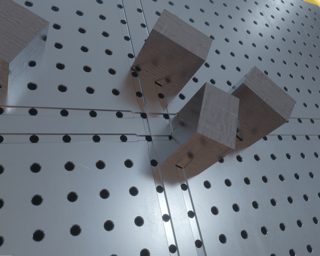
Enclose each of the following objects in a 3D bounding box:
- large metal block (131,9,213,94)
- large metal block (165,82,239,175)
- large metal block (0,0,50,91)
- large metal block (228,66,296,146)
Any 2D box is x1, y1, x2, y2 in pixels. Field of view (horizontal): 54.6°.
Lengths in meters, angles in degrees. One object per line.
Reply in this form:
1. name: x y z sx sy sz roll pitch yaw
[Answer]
1. large metal block: 0.016 -0.107 0.446 0.080 0.080 0.050 29 52 -10
2. large metal block: 0.055 0.002 0.400 0.050 0.080 0.080 25 53 -13
3. large metal block: -0.187 -0.103 0.354 0.080 0.050 0.080 29 52 -10
4. large metal block: 0.139 -0.031 0.466 0.080 0.080 0.050 41 51 0
